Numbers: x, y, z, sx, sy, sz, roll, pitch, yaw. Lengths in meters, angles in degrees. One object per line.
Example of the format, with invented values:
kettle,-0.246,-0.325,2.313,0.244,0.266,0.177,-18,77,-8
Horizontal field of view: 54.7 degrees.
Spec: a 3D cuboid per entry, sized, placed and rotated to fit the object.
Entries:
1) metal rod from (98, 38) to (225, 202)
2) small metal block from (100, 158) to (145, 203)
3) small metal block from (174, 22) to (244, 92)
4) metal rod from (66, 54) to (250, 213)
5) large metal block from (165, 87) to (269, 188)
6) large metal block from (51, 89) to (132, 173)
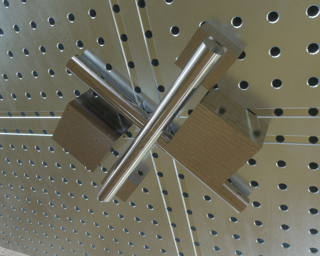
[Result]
metal rod,-0.017,0.013,0.395,0.025,0.025,0.298,39,129,2
small metal block,-0.060,0.084,0.495,0.050,0.025,0.050,38,129,2
small metal block,0.052,-0.077,0.337,0.050,0.025,0.050,39,129,1
metal rod,-0.003,0.008,0.416,0.300,0.025,0.025,40,129,0
large metal block,0.066,0.011,0.367,0.080,0.050,0.080,37,129,3
large metal block,-0.099,0.005,0.451,0.080,0.050,0.080,40,129,1
